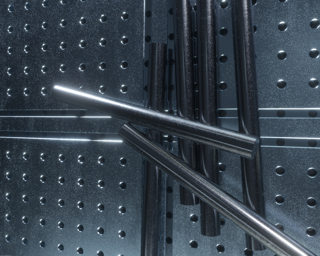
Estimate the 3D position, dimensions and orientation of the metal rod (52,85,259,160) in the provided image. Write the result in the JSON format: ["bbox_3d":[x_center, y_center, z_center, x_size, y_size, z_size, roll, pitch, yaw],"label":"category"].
[{"bbox_3d":[-0.027,-0.016,0.396,0.300,0.025,0.025,16,96,29],"label":"metal rod"}]

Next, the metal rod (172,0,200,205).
[{"bbox_3d":[0.033,-0.053,0.401,0.025,0.025,0.298,-2,89,20],"label":"metal rod"}]

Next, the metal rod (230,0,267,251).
[{"bbox_3d":[0.107,-0.007,0.374,0.025,0.025,0.298,-4,89,20],"label":"metal rod"}]

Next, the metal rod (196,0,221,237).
[{"bbox_3d":[0.061,-0.017,0.391,0.025,0.025,0.298,-1,90,20],"label":"metal rod"}]

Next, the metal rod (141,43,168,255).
[{"bbox_3d":[-0.008,0.038,0.415,0.025,0.025,0.298,3,91,20],"label":"metal rod"}]

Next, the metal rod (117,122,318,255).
[{"bbox_3d":[0.072,0.085,0.359,0.300,0.025,0.025,35,101,16],"label":"metal rod"}]
